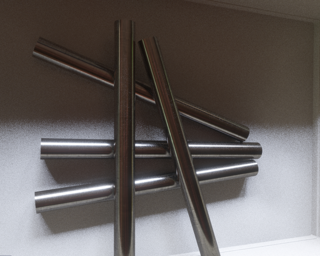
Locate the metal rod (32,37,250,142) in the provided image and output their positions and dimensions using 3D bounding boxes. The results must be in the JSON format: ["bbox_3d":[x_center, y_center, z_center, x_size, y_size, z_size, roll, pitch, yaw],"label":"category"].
[{"bbox_3d":[-0.009,-0.042,0.406,0.302,0.025,0.025,21,83,-19],"label":"metal rod"}]

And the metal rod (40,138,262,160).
[{"bbox_3d":[0.004,0.029,0.411,0.303,0.025,0.025,2,90,-21],"label":"metal rod"}]

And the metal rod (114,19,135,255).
[{"bbox_3d":[-0.042,0.025,0.367,0.025,0.025,0.298,0,90,-20],"label":"metal rod"}]

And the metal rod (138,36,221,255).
[{"bbox_3d":[0.027,0.035,0.393,0.025,0.025,0.298,-19,97,-19],"label":"metal rod"}]

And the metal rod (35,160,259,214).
[{"bbox_3d":[-0.002,0.073,0.409,0.303,0.025,0.025,-5,92,-20],"label":"metal rod"}]
